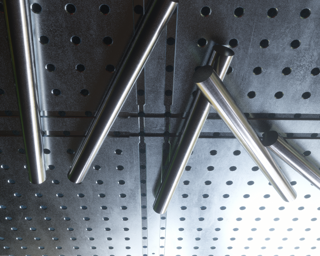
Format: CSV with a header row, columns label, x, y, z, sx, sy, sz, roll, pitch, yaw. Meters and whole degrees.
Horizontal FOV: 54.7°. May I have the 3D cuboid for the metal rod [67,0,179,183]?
label,x,y,z,sx,sy,sz,roll,pitch,yaw
metal rod,-0.061,-0.028,0.387,0.025,0.025,0.298,21,127,-18

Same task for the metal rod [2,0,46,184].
label,x,y,z,sx,sy,sz,roll,pitch,yaw
metal rod,-0.161,-0.036,0.378,0.025,0.025,0.298,7,130,-7

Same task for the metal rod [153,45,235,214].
label,x,y,z,sx,sy,sz,roll,pitch,yaw
metal rod,0.035,0.025,0.433,0.025,0.025,0.298,10,130,-9

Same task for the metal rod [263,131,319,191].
label,x,y,z,sx,sy,sz,roll,pitch,yaw
metal rod,0.263,0.090,0.492,0.301,0.025,0.025,34,122,-26

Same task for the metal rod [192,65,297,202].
label,x,y,z,sx,sy,sz,roll,pitch,yaw
metal rod,0.129,0.027,0.417,0.025,0.025,0.300,-28,131,21
